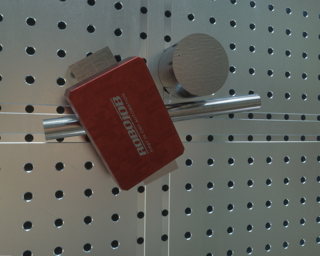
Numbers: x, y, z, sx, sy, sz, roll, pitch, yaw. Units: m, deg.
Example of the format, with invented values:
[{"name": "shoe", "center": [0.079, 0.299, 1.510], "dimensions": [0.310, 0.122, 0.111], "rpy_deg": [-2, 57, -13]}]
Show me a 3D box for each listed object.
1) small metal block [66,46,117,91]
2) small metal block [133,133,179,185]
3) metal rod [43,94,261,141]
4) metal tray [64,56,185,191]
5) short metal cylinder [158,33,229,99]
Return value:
[{"name": "small metal block", "center": [-0.082, -0.070, 0.369], "dimensions": [0.050, 0.050, 0.025], "rpy_deg": [-33, 101, -17]}, {"name": "small metal block", "center": [-0.011, 0.040, 0.408], "dimensions": [0.050, 0.025, 0.050], "rpy_deg": [-25, 99, -19]}, {"name": "metal rod", "center": [0.005, -0.019, 0.415], "dimensions": [0.303, 0.025, 0.025], "rpy_deg": [-8, 93, -20]}, {"name": "metal tray", "center": [-0.037, -0.005, 0.356], "dimensions": [0.091, 0.030, 0.129], "rpy_deg": [-32, 112, -17]}, {"name": "short metal cylinder", "center": [0.044, -0.081, 0.416], "dimensions": [0.081, 0.050, 0.079], "rpy_deg": [0, 90, -21]}]
